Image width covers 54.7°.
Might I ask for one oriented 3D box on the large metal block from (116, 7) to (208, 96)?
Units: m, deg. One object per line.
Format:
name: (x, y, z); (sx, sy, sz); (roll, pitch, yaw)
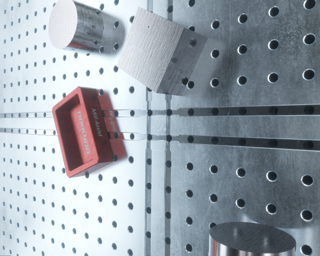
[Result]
large metal block: (0.001, -0.096, 0.393); (0.080, 0.050, 0.079); (37, 113, 33)

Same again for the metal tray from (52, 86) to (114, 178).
metal tray: (-0.131, 0.008, 0.514); (0.090, 0.030, 0.129); (-28, 73, 36)

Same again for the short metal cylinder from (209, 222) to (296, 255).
short metal cylinder: (0.088, 0.129, 0.301); (0.080, 0.081, 0.050); (3, 92, 40)

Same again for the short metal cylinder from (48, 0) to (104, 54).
short metal cylinder: (-0.138, -0.165, 0.507); (0.080, 0.050, 0.079); (0, 90, 40)
